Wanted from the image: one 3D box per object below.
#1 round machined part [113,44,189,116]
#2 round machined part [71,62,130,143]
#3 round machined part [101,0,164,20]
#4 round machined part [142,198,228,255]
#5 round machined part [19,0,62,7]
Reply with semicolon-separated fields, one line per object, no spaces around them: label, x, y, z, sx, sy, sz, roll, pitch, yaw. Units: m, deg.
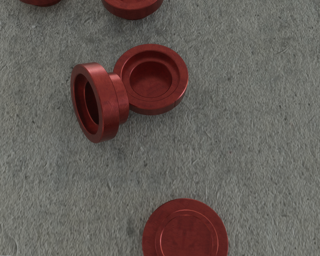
round machined part;-0.012;-0.061;0.421;0.099;0.042;0.098;0;69;-1
round machined part;-0.073;-0.033;0.386;0.042;0.097;0.098;-16;69;-31
round machined part;-0.042;-0.206;0.474;0.099;0.042;0.098;0;70;0
round machined part;0.029;0.129;0.352;0.099;0.042;0.098;0;70;0
round machined part;-0.184;-0.230;0.482;0.099;0.042;0.098;0;70;0
